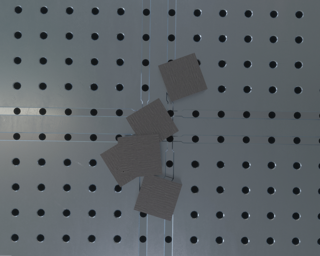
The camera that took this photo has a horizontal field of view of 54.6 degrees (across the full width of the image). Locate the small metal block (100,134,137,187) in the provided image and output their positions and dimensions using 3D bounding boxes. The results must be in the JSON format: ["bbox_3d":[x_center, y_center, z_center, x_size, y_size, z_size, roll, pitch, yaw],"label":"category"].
[{"bbox_3d":[-0.043,0.042,0.413,0.050,0.025,0.050,-32,90,0],"label":"small metal block"}]

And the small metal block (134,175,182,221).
[{"bbox_3d":[-0.002,0.089,0.413,0.050,0.025,0.050,18,90,0],"label":"small metal block"}]

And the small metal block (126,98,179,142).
[{"bbox_3d":[-0.010,-0.005,0.413,0.050,0.025,0.050,-31,90,0],"label":"small metal block"}]

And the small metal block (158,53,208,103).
[{"bbox_3d":[0.030,-0.066,0.414,0.050,0.025,0.050,-20,90,0],"label":"small metal block"}]

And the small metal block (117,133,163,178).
[{"bbox_3d":[-0.024,0.034,0.388,0.050,0.025,0.050,-5,90,0],"label":"small metal block"}]
